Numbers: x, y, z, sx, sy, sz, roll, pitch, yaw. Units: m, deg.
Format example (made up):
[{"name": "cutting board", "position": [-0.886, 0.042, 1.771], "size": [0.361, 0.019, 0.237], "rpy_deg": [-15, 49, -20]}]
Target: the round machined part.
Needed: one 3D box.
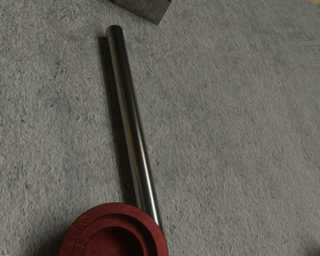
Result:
[{"name": "round machined part", "position": [-0.045, 0.123, 0.289], "size": [0.099, 0.042, 0.098], "rpy_deg": [10, 60, -17]}]

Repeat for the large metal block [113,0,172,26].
[{"name": "large metal block", "position": [-0.023, -0.231, 0.516], "size": [0.080, 0.050, 0.080], "rpy_deg": [21, 54, -16]}]

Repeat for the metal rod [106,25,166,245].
[{"name": "metal rod", "position": [-0.036, -0.010, 0.390], "size": [0.025, 0.025, 0.299], "rpy_deg": [1, 61, -28]}]
